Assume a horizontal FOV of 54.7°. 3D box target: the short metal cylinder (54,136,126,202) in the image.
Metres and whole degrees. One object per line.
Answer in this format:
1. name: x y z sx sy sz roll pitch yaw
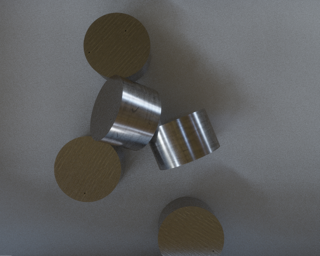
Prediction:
1. short metal cylinder: -0.087 0.049 0.398 0.081 0.050 0.079 0 90 -1

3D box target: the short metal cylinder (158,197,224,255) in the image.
1. short metal cylinder: 0.038 0.134 0.400 0.081 0.050 0.079 0 90 -1

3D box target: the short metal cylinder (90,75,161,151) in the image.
1. short metal cylinder: -0.042 -0.017 0.369 0.050 0.080 0.080 18 90 -32

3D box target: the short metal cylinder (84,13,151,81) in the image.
1. short metal cylinder: -0.052 -0.100 0.398 0.081 0.050 0.079 0 90 -1

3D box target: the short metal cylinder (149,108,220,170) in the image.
1. short metal cylinder: 0.027 0.013 0.384 0.080 0.080 0.050 -22 91 0
